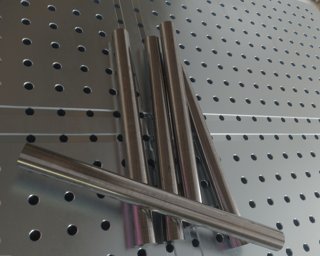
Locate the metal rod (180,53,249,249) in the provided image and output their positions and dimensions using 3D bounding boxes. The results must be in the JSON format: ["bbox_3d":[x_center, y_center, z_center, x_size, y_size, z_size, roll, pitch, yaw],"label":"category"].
[{"bbox_3d":[0.058,0.011,0.434,0.025,0.025,0.299,-3,63,-30],"label":"metal rod"}]

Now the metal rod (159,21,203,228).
[{"bbox_3d":[0.026,-0.021,0.422,0.025,0.025,0.299,6,64,-26],"label":"metal rod"}]

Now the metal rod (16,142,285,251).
[{"bbox_3d":[0.005,0.080,0.330,0.302,0.025,0.025,22,53,-15],"label":"metal rod"}]

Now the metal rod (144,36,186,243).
[{"bbox_3d":[0.002,-0.005,0.413,0.025,0.025,0.299,8,58,-24],"label":"metal rod"}]

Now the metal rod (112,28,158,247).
[{"bbox_3d":[-0.037,-0.008,0.394,0.025,0.025,0.299,5,59,-26],"label":"metal rod"}]
